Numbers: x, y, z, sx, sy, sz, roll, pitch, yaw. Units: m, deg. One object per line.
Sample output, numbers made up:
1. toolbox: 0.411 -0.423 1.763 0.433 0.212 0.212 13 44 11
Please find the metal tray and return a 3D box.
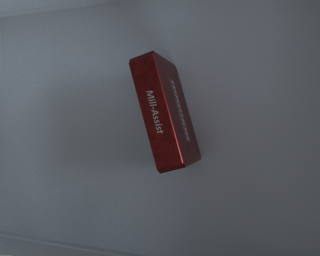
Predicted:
1. metal tray: 0.009 -0.017 0.370 0.030 0.090 0.129 -17 85 18
